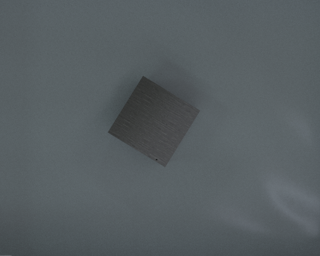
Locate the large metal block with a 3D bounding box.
[{"bbox_3d":[-0.007,-0.008,0.395,0.080,0.050,0.080,32,89,-1],"label":"large metal block"}]
